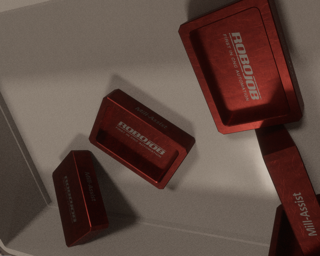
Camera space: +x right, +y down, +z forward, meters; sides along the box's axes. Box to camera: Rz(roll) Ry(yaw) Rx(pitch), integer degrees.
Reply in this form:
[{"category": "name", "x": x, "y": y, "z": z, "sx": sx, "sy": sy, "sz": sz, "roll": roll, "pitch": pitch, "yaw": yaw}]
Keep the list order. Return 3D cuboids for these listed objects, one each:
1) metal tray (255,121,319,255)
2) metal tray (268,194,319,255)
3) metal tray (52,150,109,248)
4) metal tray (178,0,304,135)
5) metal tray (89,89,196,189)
[{"category": "metal tray", "x": 0.140, "y": 0.065, "z": 0.322, "sx": 0.030, "sy": 0.090, "sz": 0.129, "roll": -22, "pitch": 102, "yaw": 18}, {"category": "metal tray", "x": 0.166, "y": 0.126, "z": 0.331, "sx": 0.090, "sy": 0.131, "sz": 0.030, "roll": -30, "pitch": 102, "yaw": 37}, {"category": "metal tray", "x": -0.131, "y": 0.111, "z": 0.495, "sx": 0.090, "sy": 0.030, "sz": 0.130, "roll": -43, "pitch": 58, "yaw": 39}, {"category": "metal tray", "x": 0.085, "y": -0.062, "z": 0.321, "sx": 0.090, "sy": 0.030, "sz": 0.129, "roll": -12, "pitch": 112, "yaw": 33}, {"category": "metal tray", "x": -0.028, "y": 0.017, "z": 0.429, "sx": 0.130, "sy": 0.030, "sz": 0.089, "roll": 33, "pitch": 129, "yaw": 6}]
